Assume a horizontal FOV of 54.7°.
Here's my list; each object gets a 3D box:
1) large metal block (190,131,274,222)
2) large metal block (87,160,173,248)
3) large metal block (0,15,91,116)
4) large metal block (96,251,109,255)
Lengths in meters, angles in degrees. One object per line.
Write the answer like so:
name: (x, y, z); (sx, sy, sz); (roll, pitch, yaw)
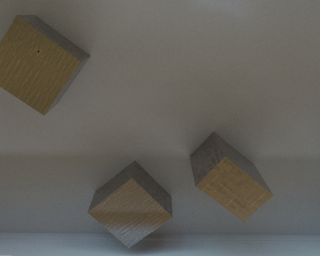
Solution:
large metal block: (0.089, 0.060, 0.405); (0.080, 0.080, 0.050); (38, 106, -13)
large metal block: (-0.040, 0.107, 0.437); (0.080, 0.050, 0.080); (-39, 106, 13)
large metal block: (-0.144, -0.075, 0.369); (0.080, 0.050, 0.080); (36, 106, -12)
large metal block: (-0.110, 0.252, 0.476); (0.080, 0.080, 0.050); (-28, 108, 10)
